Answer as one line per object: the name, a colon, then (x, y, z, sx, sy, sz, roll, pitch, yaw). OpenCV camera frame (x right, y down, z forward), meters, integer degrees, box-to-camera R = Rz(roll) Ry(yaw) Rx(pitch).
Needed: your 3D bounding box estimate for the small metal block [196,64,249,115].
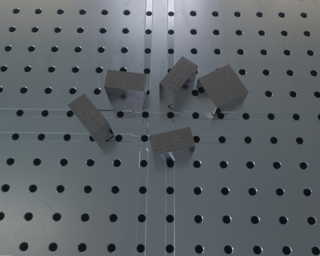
small metal block: (0.086, -0.053, 0.432, 0.050, 0.025, 0.050, -26, 72, -9)

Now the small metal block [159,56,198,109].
small metal block: (0.024, -0.060, 0.421, 0.025, 0.050, 0.050, 35, 74, 12)

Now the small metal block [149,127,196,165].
small metal block: (0.015, 0.024, 0.390, 0.050, 0.050, 0.025, -12, 71, -4)

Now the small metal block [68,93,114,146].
small metal block: (-0.088, -0.009, 0.402, 0.025, 0.050, 0.050, -38, 75, -12)

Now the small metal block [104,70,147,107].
small metal block: (-0.044, -0.052, 0.417, 0.050, 0.050, 0.025, 7, 70, 2)
